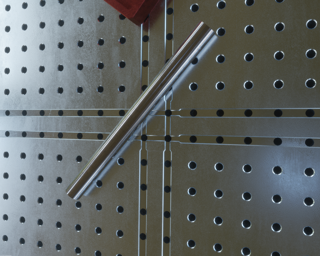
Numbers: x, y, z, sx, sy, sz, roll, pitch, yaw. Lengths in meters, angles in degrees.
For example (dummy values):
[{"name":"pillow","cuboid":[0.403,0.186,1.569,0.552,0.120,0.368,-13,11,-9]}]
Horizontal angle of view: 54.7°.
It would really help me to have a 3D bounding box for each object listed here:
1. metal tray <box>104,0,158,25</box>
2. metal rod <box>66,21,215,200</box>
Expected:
[{"name":"metal tray","cuboid":[-0.028,-0.219,0.418,0.090,0.030,0.130,41,102,15]},{"name":"metal rod","cuboid":[-0.034,-0.015,0.423,0.025,0.025,0.299,43,103,14]}]
